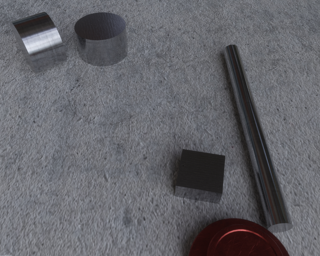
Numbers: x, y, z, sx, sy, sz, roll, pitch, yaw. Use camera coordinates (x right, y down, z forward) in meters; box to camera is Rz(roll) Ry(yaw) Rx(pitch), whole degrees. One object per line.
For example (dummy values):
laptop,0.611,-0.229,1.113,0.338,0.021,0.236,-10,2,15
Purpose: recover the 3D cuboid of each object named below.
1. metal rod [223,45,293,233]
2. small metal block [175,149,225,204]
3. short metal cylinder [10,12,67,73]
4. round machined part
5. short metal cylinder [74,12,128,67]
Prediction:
metal rod,0.120,-0.012,0.414,0.025,0.025,0.300,-1,50,-1
small metal block,0.047,0.055,0.357,0.050,0.025,0.050,9,51,7
short metal cylinder,-0.186,-0.131,0.476,0.050,0.080,0.080,-28,56,-21
round machined part,0.075,0.129,0.284,0.099,0.042,0.098,0,50,0
short metal cylinder,-0.095,-0.146,0.509,0.081,0.050,0.080,0,50,0
